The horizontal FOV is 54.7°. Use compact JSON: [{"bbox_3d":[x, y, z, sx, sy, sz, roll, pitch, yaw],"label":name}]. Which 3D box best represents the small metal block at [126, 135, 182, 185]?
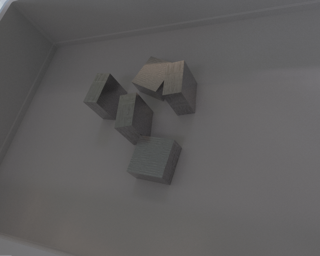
[{"bbox_3d":[-0.007,0.039,0.385,0.050,0.025,0.050,6,64,30],"label":"small metal block"}]

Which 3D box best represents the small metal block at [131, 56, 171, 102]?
[{"bbox_3d":[-0.004,-0.073,0.453,0.050,0.025,0.050,27,76,37],"label":"small metal block"}]

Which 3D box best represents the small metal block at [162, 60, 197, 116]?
[{"bbox_3d":[0.027,-0.052,0.407,0.025,0.050,0.050,-7,59,25],"label":"small metal block"}]

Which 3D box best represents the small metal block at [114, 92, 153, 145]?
[{"bbox_3d":[-0.033,-0.012,0.414,0.025,0.050,0.050,-9,58,24],"label":"small metal block"}]

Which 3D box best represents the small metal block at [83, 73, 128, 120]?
[{"bbox_3d":[-0.080,-0.046,0.460,0.025,0.050,0.050,6,65,31],"label":"small metal block"}]
